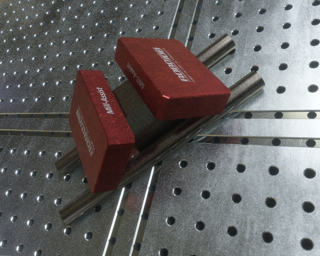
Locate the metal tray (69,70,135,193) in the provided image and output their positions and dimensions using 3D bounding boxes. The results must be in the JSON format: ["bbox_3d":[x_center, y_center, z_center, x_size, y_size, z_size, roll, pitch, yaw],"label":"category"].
[{"bbox_3d":[-0.077,0.001,0.377,0.130,0.030,0.089,60,140,38],"label":"metal tray"}]

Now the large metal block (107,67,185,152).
[{"bbox_3d":[-0.016,-0.021,0.392,0.080,0.080,0.050,-36,51,4],"label":"large metal block"}]

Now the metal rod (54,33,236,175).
[{"bbox_3d":[-0.023,-0.032,0.438,0.300,0.025,0.025,-37,51,3],"label":"metal rod"}]

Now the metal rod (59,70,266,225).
[{"bbox_3d":[0.000,0.027,0.391,0.300,0.025,0.025,-36,51,4],"label":"metal rod"}]

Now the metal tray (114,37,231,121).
[{"bbox_3d":[0.011,-0.064,0.370,0.091,0.030,0.130,-7,44,-30],"label":"metal tray"}]
